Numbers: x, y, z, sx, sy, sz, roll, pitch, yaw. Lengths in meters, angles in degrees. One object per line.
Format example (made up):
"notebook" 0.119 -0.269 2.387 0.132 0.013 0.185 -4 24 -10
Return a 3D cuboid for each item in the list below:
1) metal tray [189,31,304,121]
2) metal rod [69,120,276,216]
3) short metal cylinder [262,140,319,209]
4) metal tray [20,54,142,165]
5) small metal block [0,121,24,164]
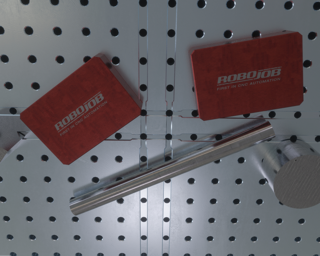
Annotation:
"metal tray" 0.107 -0.065 0.388 0.131 0.030 0.089 -9 110 3
"metal rod" 0.012 0.059 0.435 0.301 0.025 0.025 -23 109 8
"short metal cylinder" 0.188 0.062 0.425 0.081 0.050 0.079 0 110 0
"metal tray" -0.100 -0.022 0.402 0.130 0.030 0.090 -34 107 11
"small metal block" -0.216 0.015 0.404 0.050 0.050 0.025 36 106 -12
